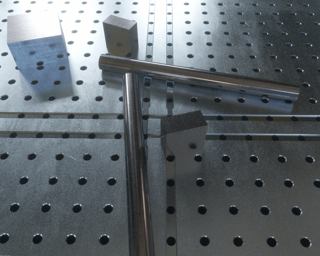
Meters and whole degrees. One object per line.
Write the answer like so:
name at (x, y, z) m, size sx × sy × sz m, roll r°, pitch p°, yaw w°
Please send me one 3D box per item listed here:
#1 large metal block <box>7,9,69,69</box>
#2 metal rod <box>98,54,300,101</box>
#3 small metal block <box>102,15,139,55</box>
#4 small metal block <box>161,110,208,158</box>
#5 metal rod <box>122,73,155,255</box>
large metal block at (-0.203, -0.149, 0.515) m, size 0.081 × 0.050 × 0.080 m, roll -13°, pitch 51°, yaw -11°
metal rod at (0.053, -0.078, 0.473) m, size 0.301 × 0.025 × 0.025 m, roll 11°, pitch 51°, yaw 8°
small metal block at (-0.065, -0.157, 0.522) m, size 0.050 × 0.050 × 0.025 m, roll 21°, pitch 53°, yaw 17°
small metal block at (0.028, 0.008, 0.384) m, size 0.050 × 0.050 × 0.025 m, roll -12°, pitch 51°, yaw -10°
metal rod at (-0.029, 0.040, 0.373) m, size 0.025 × 0.025 × 0.300 m, roll -5°, pitch 50°, yaw -4°
